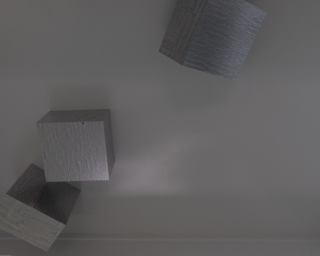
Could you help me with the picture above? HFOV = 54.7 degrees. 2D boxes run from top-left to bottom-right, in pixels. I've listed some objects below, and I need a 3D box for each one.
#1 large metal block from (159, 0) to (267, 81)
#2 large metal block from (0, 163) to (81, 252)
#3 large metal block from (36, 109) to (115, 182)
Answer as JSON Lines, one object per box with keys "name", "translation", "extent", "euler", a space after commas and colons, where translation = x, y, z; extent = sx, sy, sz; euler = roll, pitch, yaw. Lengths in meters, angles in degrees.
{"name": "large metal block", "translation": [0.057, -0.105, 0.341], "extent": [0.081, 0.050, 0.079], "euler": [7, 114, -36]}
{"name": "large metal block", "translation": [-0.164, 0.104, 0.419], "extent": [0.080, 0.080, 0.050], "euler": [32, 107, -11]}
{"name": "large metal block", "translation": [-0.106, 0.022, 0.405], "extent": [0.080, 0.050, 0.079], "euler": [-2, 110, 0]}
